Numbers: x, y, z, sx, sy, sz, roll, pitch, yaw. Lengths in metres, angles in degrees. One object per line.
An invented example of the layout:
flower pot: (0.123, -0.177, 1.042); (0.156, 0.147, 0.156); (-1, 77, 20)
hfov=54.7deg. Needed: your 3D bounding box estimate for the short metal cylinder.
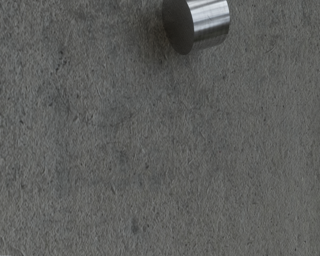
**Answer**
short metal cylinder: (0.044, -0.139, 0.395); (0.050, 0.080, 0.080); (-21, 97, -19)
